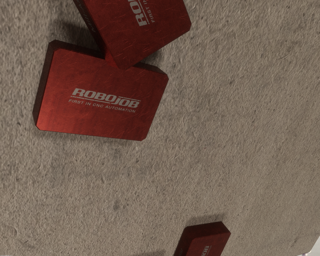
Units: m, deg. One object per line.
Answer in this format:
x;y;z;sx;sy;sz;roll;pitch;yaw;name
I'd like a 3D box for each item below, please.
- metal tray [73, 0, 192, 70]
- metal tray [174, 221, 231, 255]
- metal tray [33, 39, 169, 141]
-0.034;-0.131;0.284;0.090;0.030;0.130;-36;121;-15;metal tray
0.073;0.243;0.597;0.091;0.030;0.129;2;117;-30;metal tray
-0.064;-0.036;0.347;0.131;0.030;0.089;8;114;-32;metal tray
